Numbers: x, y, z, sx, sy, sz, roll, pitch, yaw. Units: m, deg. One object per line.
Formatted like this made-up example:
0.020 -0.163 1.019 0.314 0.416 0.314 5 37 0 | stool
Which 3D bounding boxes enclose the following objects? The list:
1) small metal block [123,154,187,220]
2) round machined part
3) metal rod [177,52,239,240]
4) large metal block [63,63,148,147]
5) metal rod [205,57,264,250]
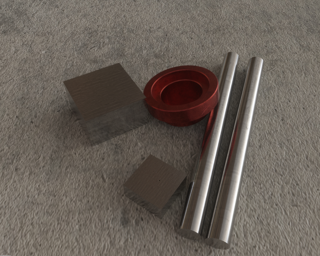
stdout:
-0.005 0.065 0.349 0.050 0.025 0.050 28 55 21 | small metal block
0.030 -0.039 0.417 0.098 0.042 0.098 -8 43 8 | round machined part
0.072 -0.002 0.406 0.025 0.025 0.300 13 51 10 | metal rod
-0.072 -0.033 0.414 0.081 0.050 0.080 -24 54 -19 | large metal block
0.104 0.006 0.399 0.025 0.025 0.300 15 51 11 | metal rod
